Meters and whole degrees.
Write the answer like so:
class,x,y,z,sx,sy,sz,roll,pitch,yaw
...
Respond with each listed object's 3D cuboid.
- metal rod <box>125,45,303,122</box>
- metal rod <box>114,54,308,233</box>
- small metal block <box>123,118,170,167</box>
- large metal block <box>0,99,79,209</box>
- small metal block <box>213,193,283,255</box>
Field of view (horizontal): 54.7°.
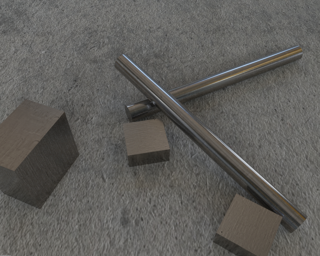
class,x,y,z,sx,sy,sz,roll,pitch,yaw
metal rod,0.091,-0.072,0.464,0.302,0.025,0.025,-21,54,-18
metal rod,0.045,0.004,0.378,0.025,0.025,0.300,-34,65,-25
small metal block,-0.018,0.018,0.388,0.050,0.025,0.050,-8,51,-7
large metal block,-0.140,0.029,0.341,0.050,0.080,0.080,18,52,14
small metal block,0.089,0.104,0.317,0.050,0.025,0.050,26,54,19
